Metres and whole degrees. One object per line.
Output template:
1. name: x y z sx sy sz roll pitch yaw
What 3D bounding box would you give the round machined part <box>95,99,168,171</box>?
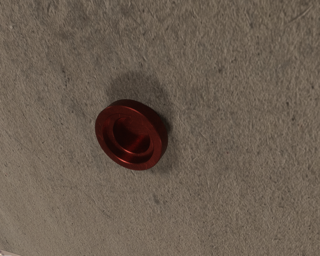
1. round machined part: -0.034 0.005 0.416 0.098 0.042 0.097 13 124 20
